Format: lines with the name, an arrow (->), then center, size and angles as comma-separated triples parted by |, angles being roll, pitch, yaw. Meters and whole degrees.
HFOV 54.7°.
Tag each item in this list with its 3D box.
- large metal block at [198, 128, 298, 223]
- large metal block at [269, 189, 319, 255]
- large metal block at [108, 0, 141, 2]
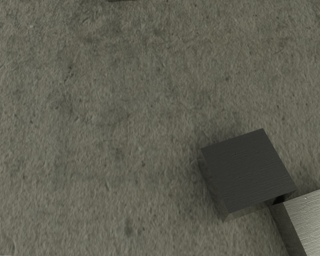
large metal block -> 0.099, 0.057, 0.369 | 0.081, 0.050, 0.080 | -18, 62, -7
large metal block -> 0.186, 0.114, 0.356 | 0.081, 0.050, 0.080 | -17, 71, -7
large metal block -> -0.045, -0.250, 0.486 | 0.081, 0.050, 0.080 | -5, 70, -2
